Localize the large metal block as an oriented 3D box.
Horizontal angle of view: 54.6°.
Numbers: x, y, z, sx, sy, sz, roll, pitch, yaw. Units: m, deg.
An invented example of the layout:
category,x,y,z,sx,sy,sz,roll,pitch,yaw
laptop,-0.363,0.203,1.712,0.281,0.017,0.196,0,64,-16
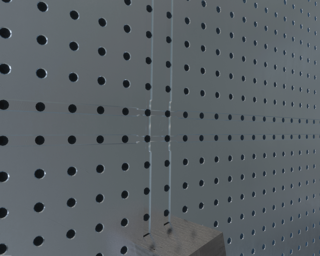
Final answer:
category,x,y,z,sx,sy,sz,roll,pitch,yaw
large metal block,0.027,0.163,0.395,0.081,0.080,0.050,-17,101,-39
